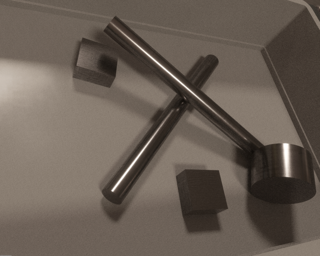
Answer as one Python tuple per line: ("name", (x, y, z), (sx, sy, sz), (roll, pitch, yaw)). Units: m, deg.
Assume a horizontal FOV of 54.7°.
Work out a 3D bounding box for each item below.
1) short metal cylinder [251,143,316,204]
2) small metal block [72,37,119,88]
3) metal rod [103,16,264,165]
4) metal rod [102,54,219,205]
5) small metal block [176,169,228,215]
("short metal cylinder", (0.166, 0.064, 0.424), (0.080, 0.080, 0.050), (23, 53, -15))
("small metal block", (-0.085, -0.087, 0.414), (0.050, 0.025, 0.050), (14, 56, -21))
("metal rod", (0.050, -0.041, 0.428), (0.301, 0.025, 0.025), (38, 50, -15))
("metal rod", (0.018, -0.019, 0.428), (0.025, 0.025, 0.301), (39, 51, -3))
("small metal block", (0.052, 0.080, 0.386), (0.050, 0.025, 0.050), (5, 59, -26))
